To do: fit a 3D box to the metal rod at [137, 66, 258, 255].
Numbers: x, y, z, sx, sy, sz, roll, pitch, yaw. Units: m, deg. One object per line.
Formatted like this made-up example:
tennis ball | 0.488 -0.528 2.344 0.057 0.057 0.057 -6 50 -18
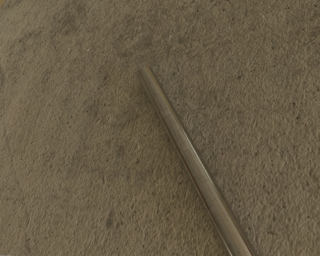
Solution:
metal rod | 0.029 0.022 0.375 0.025 0.025 0.300 -32 51 7
